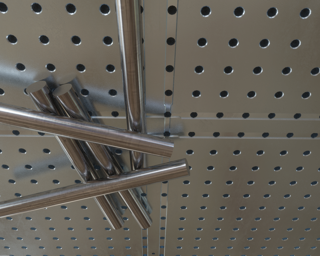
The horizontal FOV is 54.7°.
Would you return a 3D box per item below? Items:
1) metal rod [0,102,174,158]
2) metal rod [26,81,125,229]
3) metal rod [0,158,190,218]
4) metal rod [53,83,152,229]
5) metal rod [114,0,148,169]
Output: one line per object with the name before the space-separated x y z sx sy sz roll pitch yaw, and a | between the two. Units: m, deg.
metal rod | -0.131 -0.005 0.371 0.302 0.025 0.025 12 129 -11
metal rod | -0.111 0.061 0.461 0.025 0.025 0.299 -11 130 9
metal rod | -0.105 0.090 0.452 0.301 0.025 0.025 -15 129 12
metal rod | -0.071 0.062 0.463 0.025 0.025 0.299 -14 129 11
metal rod | -0.031 -0.036 0.380 0.025 0.025 0.298 -1 130 0
